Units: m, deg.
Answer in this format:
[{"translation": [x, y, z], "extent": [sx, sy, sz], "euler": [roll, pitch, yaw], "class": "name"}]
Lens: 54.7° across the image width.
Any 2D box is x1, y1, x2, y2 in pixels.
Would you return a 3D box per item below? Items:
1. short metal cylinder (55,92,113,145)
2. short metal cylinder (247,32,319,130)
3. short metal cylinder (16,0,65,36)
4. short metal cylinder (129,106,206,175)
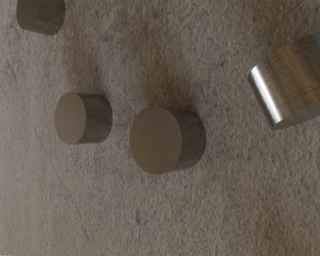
[{"translation": [-0.120, -0.015, 0.485], "extent": [0.080, 0.050, 0.079], "euler": [0, 90, 39], "class": "short metal cylinder"}, {"translation": [0.124, -0.037, 0.266], "extent": [0.080, 0.081, 0.050], "euler": [-32, 71, 35], "class": "short metal cylinder"}, {"translation": [-0.218, -0.214, 0.565], "extent": [0.080, 0.050, 0.079], "euler": [0, 90, 39], "class": "short metal cylinder"}, {"translation": [0.009, 0.014, 0.380], "extent": [0.080, 0.050, 0.079], "euler": [0, 90, 39], "class": "short metal cylinder"}]
